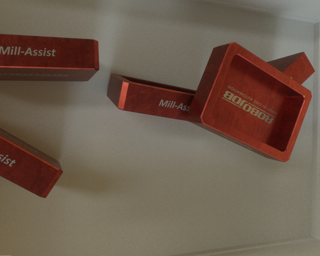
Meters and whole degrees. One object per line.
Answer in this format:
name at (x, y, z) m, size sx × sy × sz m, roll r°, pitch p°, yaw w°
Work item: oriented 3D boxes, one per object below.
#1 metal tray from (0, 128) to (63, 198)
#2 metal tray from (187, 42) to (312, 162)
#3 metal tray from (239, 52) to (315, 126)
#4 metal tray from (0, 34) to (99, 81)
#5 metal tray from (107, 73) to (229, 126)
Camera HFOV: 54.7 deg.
metal tray at (-0.166, 0.019, 0.314) m, size 0.130 × 0.090 × 0.030 m, roll 34°, pitch 79°, yaw -17°
metal tray at (0.103, -0.025, 0.346) m, size 0.131 × 0.030 × 0.090 m, roll 24°, pitch 85°, yaw -24°
metal tray at (0.134, -0.049, 0.427) m, size 0.130 × 0.090 × 0.030 m, roll -40°, pitch 103°, yaw -16°
metal tray at (-0.137, -0.070, 0.325) m, size 0.131 × 0.090 × 0.030 m, roll -3°, pitch 91°, yaw -20°
metal tray at (0.008, -0.035, 0.377) m, size 0.131 × 0.090 × 0.030 m, roll 9°, pitch 102°, yaw -20°
